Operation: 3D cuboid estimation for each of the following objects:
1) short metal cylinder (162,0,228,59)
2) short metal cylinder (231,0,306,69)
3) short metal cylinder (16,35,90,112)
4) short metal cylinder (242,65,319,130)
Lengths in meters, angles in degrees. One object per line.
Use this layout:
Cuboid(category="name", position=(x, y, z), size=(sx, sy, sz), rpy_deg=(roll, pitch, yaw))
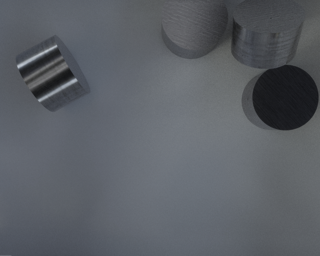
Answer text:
Cuboid(category="short metal cylinder", position=(0.042, -0.134, 0.399), size=(0.081, 0.050, 0.080), rpy_deg=(0, 90, 0))
Cuboid(category="short metal cylinder", position=(0.129, -0.118, 0.380), size=(0.080, 0.050, 0.080), rpy_deg=(-4, 50, 5))
Cuboid(category="short metal cylinder", position=(-0.129, -0.066, 0.383), size=(0.050, 0.080, 0.080), rpy_deg=(-29, 90, 0))
Cuboid(category="short metal cylinder", position=(0.152, -0.037, 0.400), size=(0.081, 0.050, 0.080), rpy_deg=(0, 90, 0))
